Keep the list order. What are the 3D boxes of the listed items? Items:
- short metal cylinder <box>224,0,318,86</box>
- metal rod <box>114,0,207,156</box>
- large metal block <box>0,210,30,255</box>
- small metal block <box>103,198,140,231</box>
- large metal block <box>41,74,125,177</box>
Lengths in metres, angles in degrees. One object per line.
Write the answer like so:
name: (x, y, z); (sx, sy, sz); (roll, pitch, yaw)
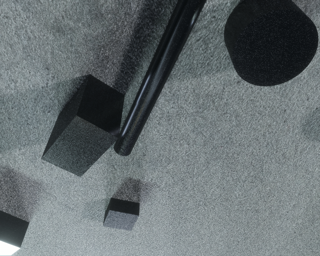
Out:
short metal cylinder: (0.110, -0.090, 0.316); (0.081, 0.050, 0.079); (0, 130, 0)
metal rod: (0.005, -0.075, 0.342); (0.025, 0.025, 0.298); (17, 128, -15)
large metal block: (-0.296, 0.191, 0.549); (0.080, 0.050, 0.080); (36, 121, -27)
small metal block: (-0.067, 0.150, 0.534); (0.050, 0.025, 0.050); (15, 129, -13)
large metal block: (-0.089, -0.003, 0.367); (0.050, 0.080, 0.080); (32, 123, -24)
